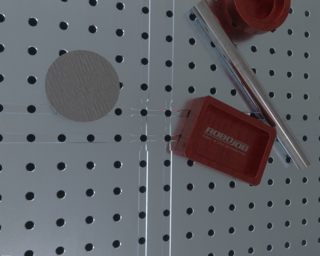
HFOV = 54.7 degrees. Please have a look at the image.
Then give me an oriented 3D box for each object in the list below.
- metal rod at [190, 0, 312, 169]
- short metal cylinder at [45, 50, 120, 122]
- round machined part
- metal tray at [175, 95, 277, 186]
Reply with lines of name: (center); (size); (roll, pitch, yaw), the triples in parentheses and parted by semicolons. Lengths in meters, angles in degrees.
metal rod: (0.142, -0.058, 0.465); (0.025, 0.025, 0.300); (-41, 103, -15)
short metal cylinder: (-0.093, -0.046, 0.365); (0.081, 0.050, 0.079); (0, 90, -20)
round machined part: (0.138, -0.185, 0.454); (0.099, 0.042, 0.097); (0, 90, -20)
metal tray: (0.097, 0.020, 0.446); (0.131, 0.030, 0.090); (24, 82, -19)
